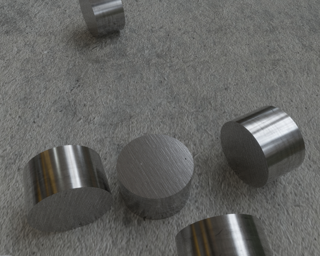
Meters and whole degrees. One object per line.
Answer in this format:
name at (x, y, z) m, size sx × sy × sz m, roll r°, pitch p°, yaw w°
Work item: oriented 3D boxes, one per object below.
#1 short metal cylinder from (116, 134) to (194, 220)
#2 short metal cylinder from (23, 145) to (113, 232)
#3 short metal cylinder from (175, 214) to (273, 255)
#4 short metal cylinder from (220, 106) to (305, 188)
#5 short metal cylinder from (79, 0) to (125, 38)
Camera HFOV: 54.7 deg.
short metal cylinder at (-0.005, 0.053, 0.342) m, size 0.080 × 0.050 × 0.080 m, roll 0°, pitch 50°, yaw 0°
short metal cylinder at (-0.093, 0.062, 0.314) m, size 0.081 × 0.080 × 0.050 m, roll -16°, pitch 52°, yaw -13°
short metal cylinder at (0.057, 0.116, 0.270) m, size 0.081 × 0.080 × 0.050 m, roll -6°, pitch 50°, yaw -5°
short metal cylinder at (0.113, 0.020, 0.351) m, size 0.050 × 0.080 × 0.080 m, roll -23°, pitch 54°, yaw -18°
short metal cylinder at (-0.101, -0.204, 0.538) m, size 0.050 × 0.080 × 0.080 m, roll -24°, pitch 54°, yaw -19°
